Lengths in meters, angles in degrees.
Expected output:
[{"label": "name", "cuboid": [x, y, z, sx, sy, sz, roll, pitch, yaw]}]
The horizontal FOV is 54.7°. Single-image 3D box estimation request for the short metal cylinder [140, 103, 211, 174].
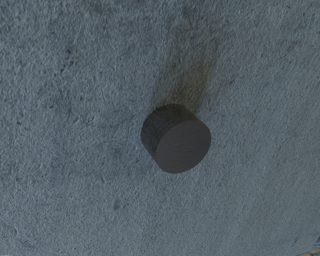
[{"label": "short metal cylinder", "cuboid": [0.021, 0.014, 0.414, 0.081, 0.050, 0.079, -14, 125, -21]}]
